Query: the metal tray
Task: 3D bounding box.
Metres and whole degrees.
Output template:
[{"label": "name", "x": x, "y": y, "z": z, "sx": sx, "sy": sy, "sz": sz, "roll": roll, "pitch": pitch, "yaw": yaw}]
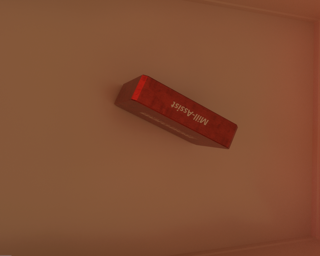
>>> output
[{"label": "metal tray", "x": 0.017, "y": -0.016, "z": 0.380, "sx": 0.131, "sy": 0.090, "sz": 0.030, "roll": 26, "pitch": 81, "yaw": -19}]
